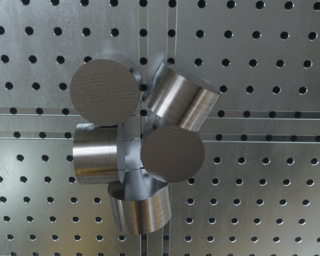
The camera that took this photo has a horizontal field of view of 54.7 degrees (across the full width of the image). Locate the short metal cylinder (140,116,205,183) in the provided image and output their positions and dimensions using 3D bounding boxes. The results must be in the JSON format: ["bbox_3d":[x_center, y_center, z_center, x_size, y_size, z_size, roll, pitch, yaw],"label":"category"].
[{"bbox_3d":[0.016,0.025,0.409,0.081,0.050,0.079,0,111,-1],"label":"short metal cylinder"}]

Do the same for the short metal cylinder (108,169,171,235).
[{"bbox_3d":[-0.026,0.097,0.419,0.080,0.080,0.050,-6,111,2],"label":"short metal cylinder"}]

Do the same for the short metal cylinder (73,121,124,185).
[{"bbox_3d":[-0.075,0.031,0.396,0.050,0.080,0.079,-2,110,0],"label":"short metal cylinder"}]

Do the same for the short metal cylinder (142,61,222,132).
[{"bbox_3d":[0.025,-0.039,0.370,0.080,0.080,0.050,27,107,-10],"label":"short metal cylinder"}]

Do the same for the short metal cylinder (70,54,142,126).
[{"bbox_3d":[-0.064,-0.048,0.381,0.080,0.050,0.079,0,110,1],"label":"short metal cylinder"}]
